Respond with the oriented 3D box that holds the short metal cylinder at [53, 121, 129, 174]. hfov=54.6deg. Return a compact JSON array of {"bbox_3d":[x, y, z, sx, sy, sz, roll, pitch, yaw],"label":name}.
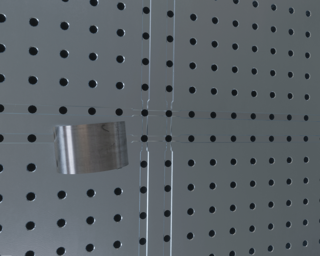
[{"bbox_3d":[-0.078,0.020,0.354,0.081,0.080,0.050,-5,92,-20],"label":"short metal cylinder"}]
